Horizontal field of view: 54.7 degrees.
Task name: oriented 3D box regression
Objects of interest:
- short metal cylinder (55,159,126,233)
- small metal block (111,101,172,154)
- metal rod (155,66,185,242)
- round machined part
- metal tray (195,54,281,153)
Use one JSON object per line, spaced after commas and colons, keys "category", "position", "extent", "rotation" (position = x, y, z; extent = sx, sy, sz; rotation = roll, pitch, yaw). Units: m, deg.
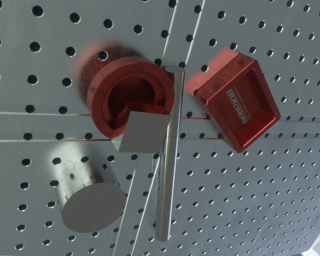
{"category": "short metal cylinder", "position": [-0.090, 0.088, 0.401], "extent": [0.081, 0.050, 0.079], "rotation": [-14, 125, -21]}
{"category": "small metal block", "position": [-0.021, 0.000, 0.347], "extent": [0.050, 0.025, 0.050], "rotation": [5, 116, -31]}
{"category": "metal rod", "position": [0.011, 0.056, 0.454], "extent": [0.025, 0.025, 0.298], "rotation": [-11, 123, -23]}
{"category": "round machined part", "position": [-0.036, -0.036, 0.359], "extent": [0.099, 0.042, 0.097], "rotation": [-14, 125, -21]}
{"category": "metal tray", "position": [0.119, -0.031, 0.455], "extent": [0.090, 0.030, 0.130], "rotation": [-41, 130, 0]}
